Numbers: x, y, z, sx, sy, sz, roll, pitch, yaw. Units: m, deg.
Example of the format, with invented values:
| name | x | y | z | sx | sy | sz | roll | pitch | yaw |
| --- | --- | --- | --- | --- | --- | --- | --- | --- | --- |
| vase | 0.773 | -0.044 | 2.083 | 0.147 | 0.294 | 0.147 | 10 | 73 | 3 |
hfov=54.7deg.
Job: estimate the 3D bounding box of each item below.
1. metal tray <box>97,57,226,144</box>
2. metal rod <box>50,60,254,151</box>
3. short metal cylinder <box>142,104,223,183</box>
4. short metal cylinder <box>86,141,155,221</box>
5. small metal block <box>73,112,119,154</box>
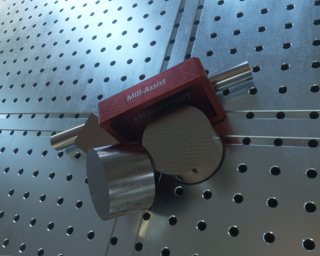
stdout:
| name | x | y | z | sx | sy | sz | roll | pitch | yaw |
| --- | --- | --- | --- | --- | --- | --- | --- | --- | --- |
| metal tray | 0.004 | -0.021 | 0.373 | 0.130 | 0.090 | 0.030 | -24 | 53 | 13 |
| metal rod | -0.023 | -0.025 | 0.431 | 0.301 | 0.025 | 0.025 | -19 | 54 | 16 |
| short metal cylinder | 0.027 | 0.019 | 0.355 | 0.080 | 0.050 | 0.080 | -8 | 67 | 21 |
| short metal cylinder | -0.047 | 0.058 | 0.348 | 0.050 | 0.079 | 0.080 | -9 | 45 | -28 |
| small metal block | -0.081 | 0.014 | 0.421 | 0.050 | 0.025 | 0.050 | 33 | 96 | 19 |
